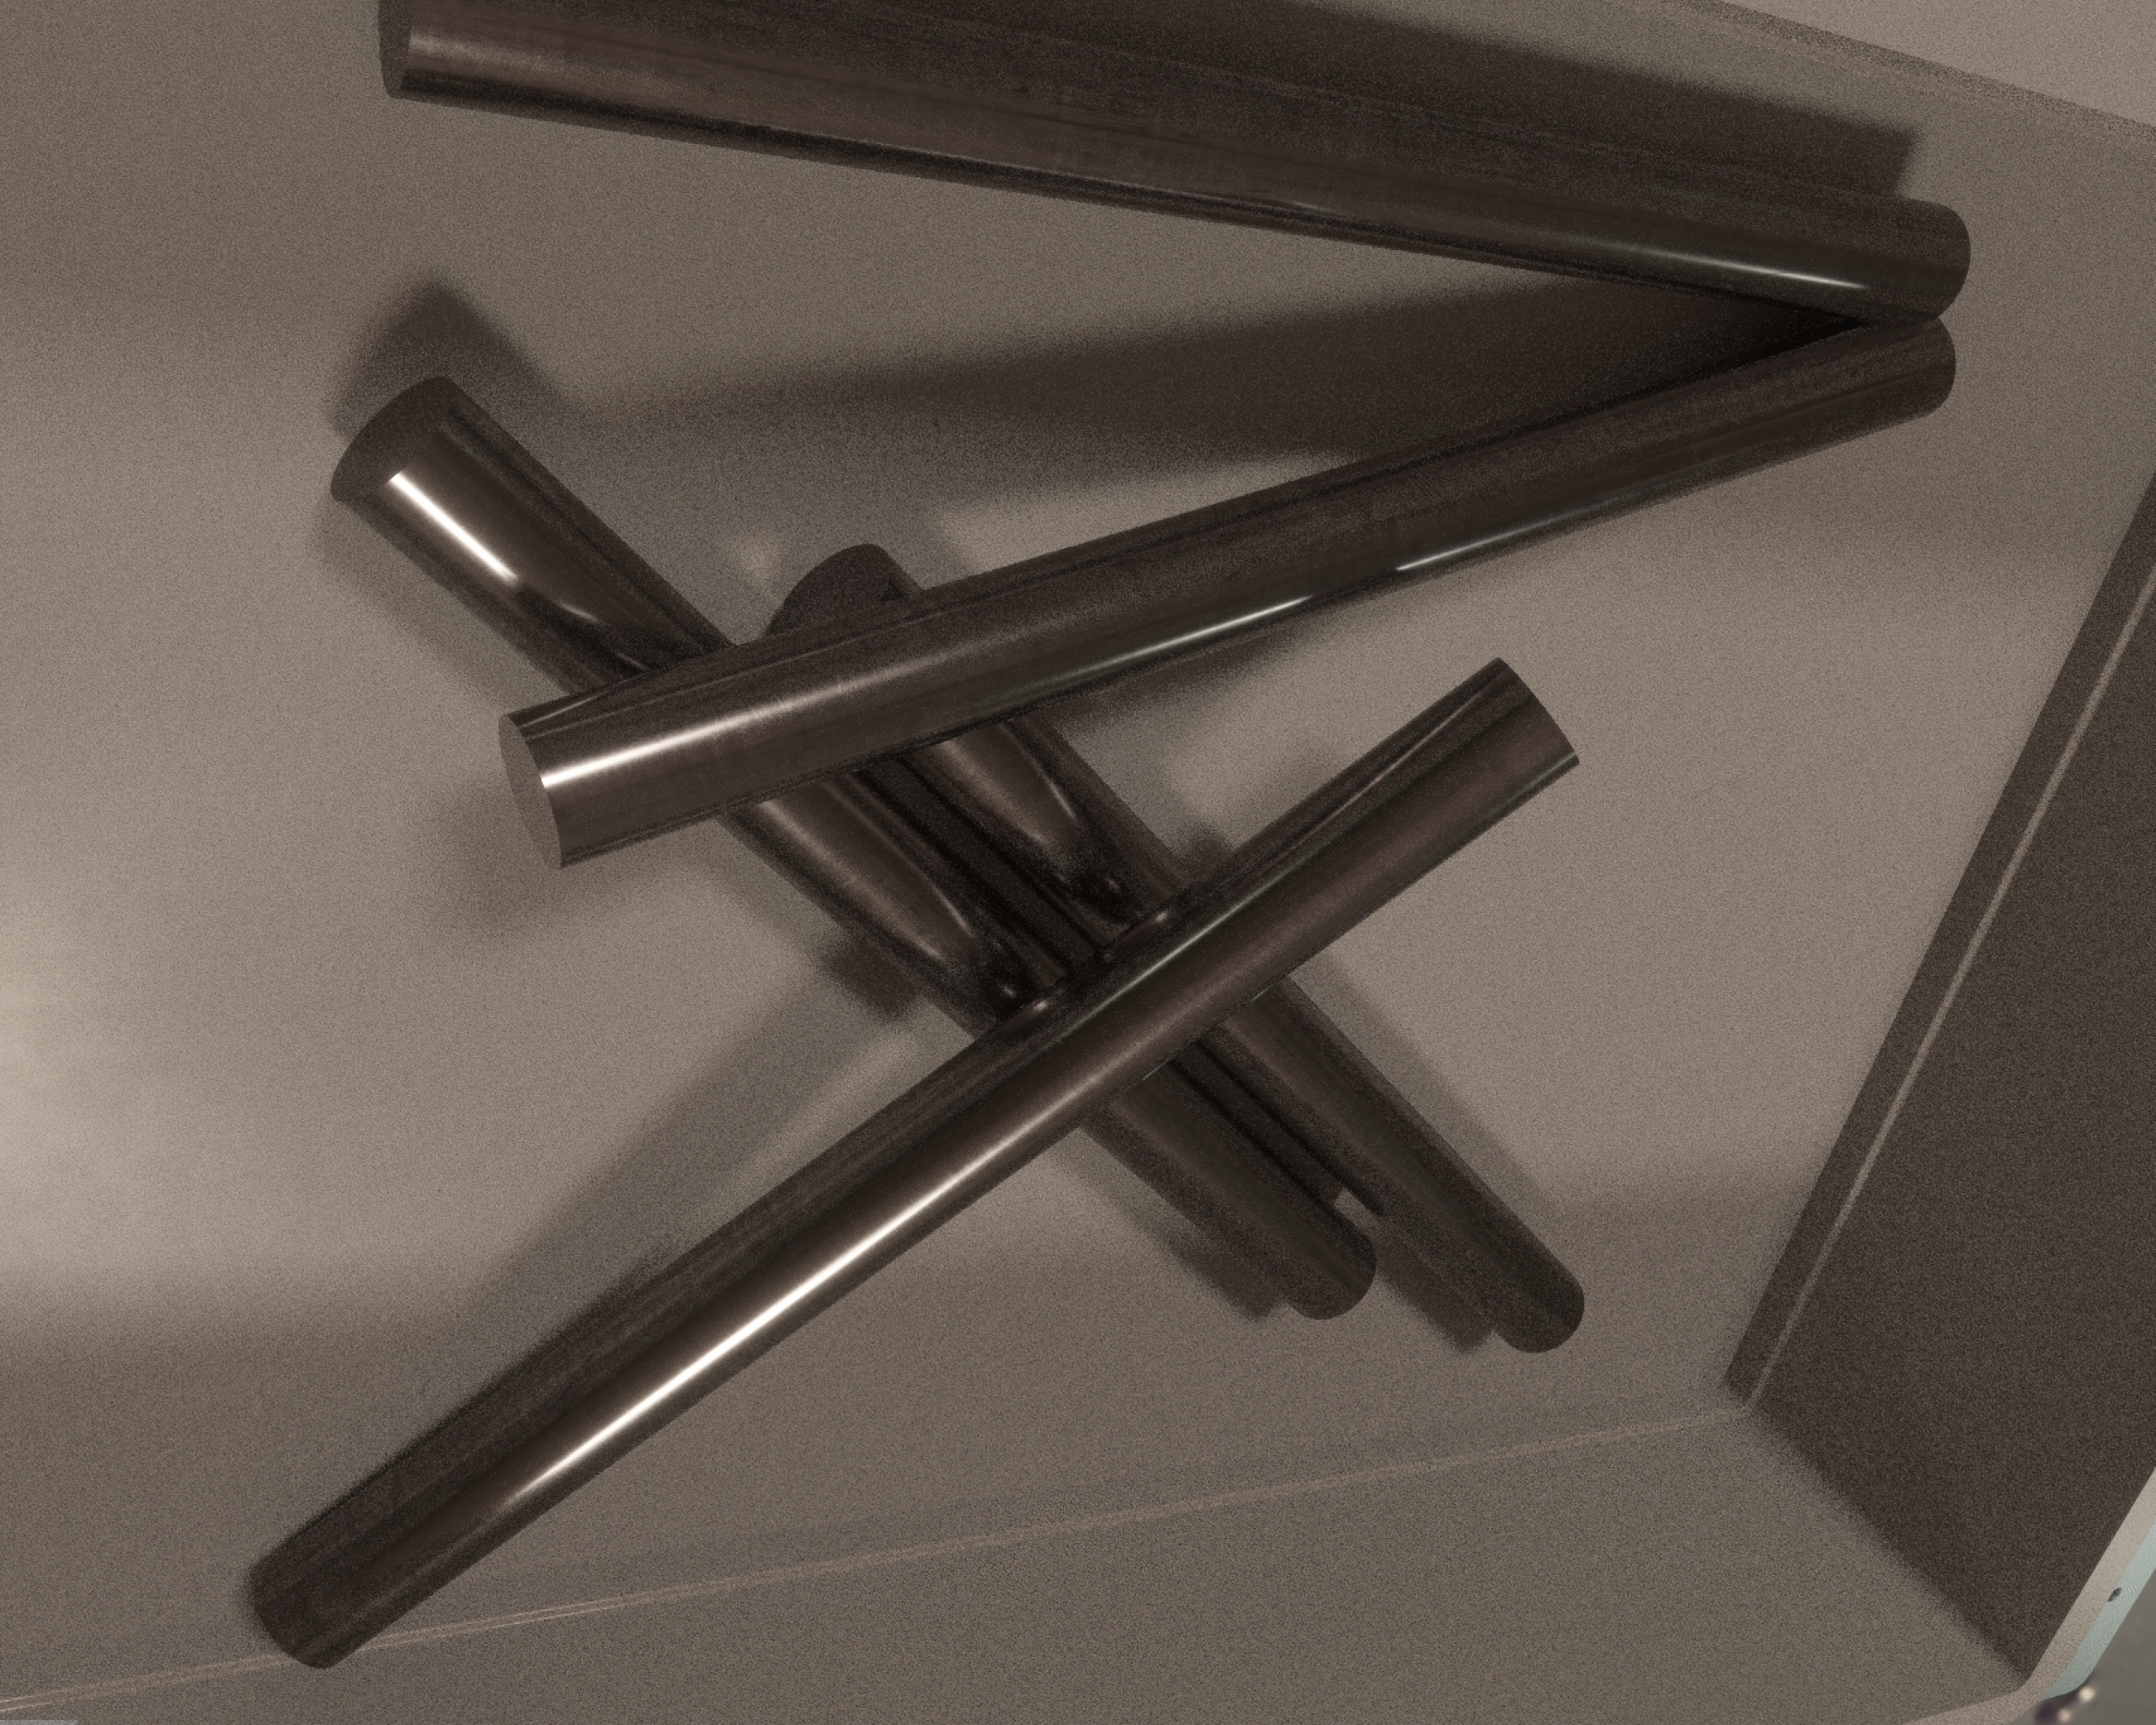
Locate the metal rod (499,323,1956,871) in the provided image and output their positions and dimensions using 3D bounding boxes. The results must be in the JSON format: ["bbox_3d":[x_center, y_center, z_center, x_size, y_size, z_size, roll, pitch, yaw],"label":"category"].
[{"bbox_3d":[0.046,-0.058,0.378,0.302,0.025,0.025,-20,127,-24],"label":"metal rod"}]

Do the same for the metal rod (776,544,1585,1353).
[{"bbox_3d":[0.040,0.036,0.454,0.025,0.025,0.300,-44,130,2],"label":"metal rod"}]

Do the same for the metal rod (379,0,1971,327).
[{"bbox_3d":[0.040,-0.120,0.357,0.303,0.025,0.025,-1,119,-28],"label":"metal rod"}]

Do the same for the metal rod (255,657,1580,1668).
[{"bbox_3d":[-0.035,0.061,0.401,0.300,0.025,0.025,-37,130,6],"label":"metal rod"}]

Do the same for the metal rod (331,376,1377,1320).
[{"bbox_3d":[-0.021,0.018,0.409,0.025,0.025,0.300,-44,130,2],"label":"metal rod"}]
